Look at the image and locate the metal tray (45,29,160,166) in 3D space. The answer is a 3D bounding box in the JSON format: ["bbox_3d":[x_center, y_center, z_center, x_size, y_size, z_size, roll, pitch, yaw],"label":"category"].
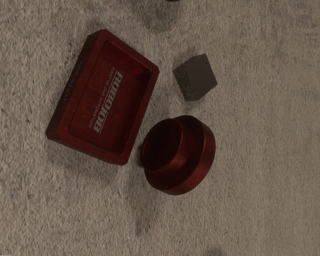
[{"bbox_3d":[-0.060,-0.032,0.352,0.090,0.030,0.130,30,71,-36],"label":"metal tray"}]

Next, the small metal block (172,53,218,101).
[{"bbox_3d":[0.052,-0.073,0.451,0.050,0.025,0.050,-40,115,-33],"label":"small metal block"}]

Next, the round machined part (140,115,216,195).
[{"bbox_3d":[0.014,0.027,0.371,0.042,0.098,0.098,32,70,-36],"label":"round machined part"}]
